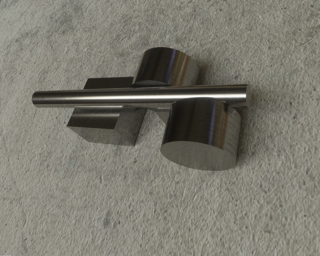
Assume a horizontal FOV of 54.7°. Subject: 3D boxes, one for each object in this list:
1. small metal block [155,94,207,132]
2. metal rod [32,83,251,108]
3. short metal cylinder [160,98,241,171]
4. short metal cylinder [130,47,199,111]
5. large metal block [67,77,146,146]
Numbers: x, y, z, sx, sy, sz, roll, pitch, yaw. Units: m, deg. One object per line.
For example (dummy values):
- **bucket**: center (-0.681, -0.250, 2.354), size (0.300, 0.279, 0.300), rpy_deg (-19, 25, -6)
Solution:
- **small metal block**: center (0.030, -0.018, 0.382), size (0.050, 0.050, 0.025), rpy_deg (1, 63, 28)
- **metal rod**: center (-0.043, -0.037, 0.384), size (0.301, 0.025, 0.025), rpy_deg (2, 63, 27)
- **short metal cylinder**: center (0.045, 0.009, 0.339), size (0.080, 0.080, 0.050), rpy_deg (0, 62, 28)
- **short metal cylinder**: center (0.006, -0.059, 0.403), size (0.080, 0.080, 0.050), rpy_deg (2, 63, 29)
- **large metal block**: center (-0.070, -0.024, 0.435), size (0.080, 0.050, 0.080), rpy_deg (3, 63, 29)
